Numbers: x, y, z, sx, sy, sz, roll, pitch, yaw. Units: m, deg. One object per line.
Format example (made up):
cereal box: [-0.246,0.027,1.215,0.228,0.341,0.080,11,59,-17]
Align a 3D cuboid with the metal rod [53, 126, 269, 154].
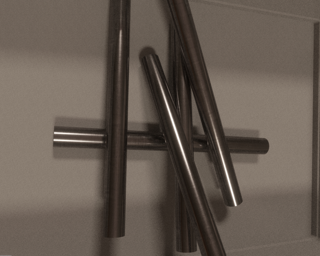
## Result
metal rod: [0.016,0.019,0.417,0.302,0.025,0.025,4,89,-21]

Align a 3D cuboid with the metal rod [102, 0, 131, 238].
metal rod: [-0.051,-0.027,0.370,0.025,0.025,0.298,4,81,-20]

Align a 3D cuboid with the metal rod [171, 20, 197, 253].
metal rod: [0.030,0.000,0.397,0.025,0.025,0.298,3,80,-20]

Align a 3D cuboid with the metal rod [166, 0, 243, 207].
metal rod: [0.058,-0.036,0.399,0.025,0.025,0.298,-22,103,-19]

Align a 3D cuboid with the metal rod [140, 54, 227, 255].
metal rod: [0.029,0.045,0.360,0.025,0.025,0.299,-10,70,-20]
